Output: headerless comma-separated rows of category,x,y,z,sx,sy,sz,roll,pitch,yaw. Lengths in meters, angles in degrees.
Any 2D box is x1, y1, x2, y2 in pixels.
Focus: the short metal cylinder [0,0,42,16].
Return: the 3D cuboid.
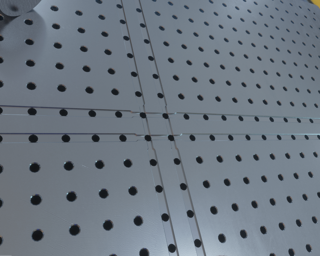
short metal cylinder,-0.186,-0.189,0.388,0.050,0.080,0.080,43,51,1
